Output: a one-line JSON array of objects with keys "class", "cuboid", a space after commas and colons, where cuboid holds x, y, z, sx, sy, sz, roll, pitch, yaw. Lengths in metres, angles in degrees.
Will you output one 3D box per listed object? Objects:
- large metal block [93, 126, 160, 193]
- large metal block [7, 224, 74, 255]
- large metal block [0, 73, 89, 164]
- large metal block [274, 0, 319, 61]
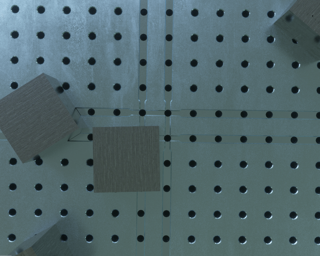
[{"class": "large metal block", "cuboid": [-0.041, 0.038, 0.400, 0.081, 0.050, 0.079, -1, 90, -1]}, {"class": "large metal block", "cuboid": [-0.145, 0.178, 0.384, 0.050, 0.080, 0.080, -30, 90, 0]}, {"class": "large metal block", "cuboid": [-0.154, -0.012, 0.399, 0.080, 0.050, 0.080, -33, 90, 0]}, {"class": "large metal block", "cuboid": [0.214, -0.149, 0.404, 0.080, 0.050, 0.080, 41, 90, -1]}]
